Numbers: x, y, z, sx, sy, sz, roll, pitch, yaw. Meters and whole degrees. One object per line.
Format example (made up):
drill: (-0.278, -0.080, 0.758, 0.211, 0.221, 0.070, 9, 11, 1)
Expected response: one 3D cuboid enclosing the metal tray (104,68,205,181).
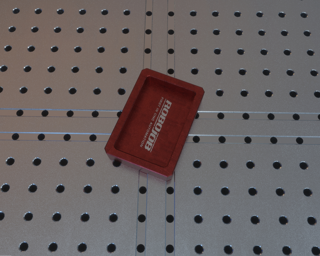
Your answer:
metal tray: (-0.005, -0.007, 0.411, 0.090, 0.030, 0.130, 21, 71, 7)
